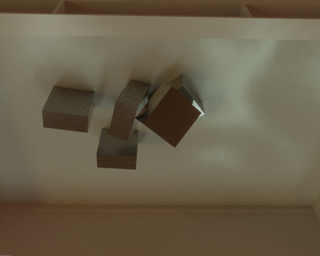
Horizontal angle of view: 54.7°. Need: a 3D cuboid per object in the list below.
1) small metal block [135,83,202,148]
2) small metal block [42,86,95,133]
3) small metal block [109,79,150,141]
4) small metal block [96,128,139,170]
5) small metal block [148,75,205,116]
[{"bbox_3d":[0.010,-0.014,0.349,0.050,0.025,0.050,38,87,-28],"label":"small metal block"},{"bbox_3d":[-0.108,-0.023,0.372,0.050,0.050,0.025,7,130,-7],"label":"small metal block"},{"bbox_3d":[-0.037,-0.022,0.371,0.025,0.050,0.050,21,129,2],"label":"small metal block"},{"bbox_3d":[-0.056,0.028,0.415,0.050,0.050,0.025,4,130,-4],"label":"small metal block"},{"bbox_3d":[0.020,-0.030,0.384,0.050,0.025,0.050,-28,125,21],"label":"small metal block"}]
